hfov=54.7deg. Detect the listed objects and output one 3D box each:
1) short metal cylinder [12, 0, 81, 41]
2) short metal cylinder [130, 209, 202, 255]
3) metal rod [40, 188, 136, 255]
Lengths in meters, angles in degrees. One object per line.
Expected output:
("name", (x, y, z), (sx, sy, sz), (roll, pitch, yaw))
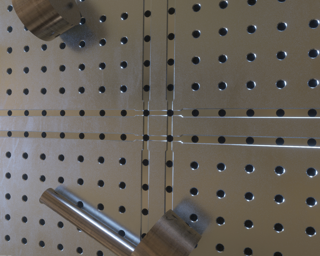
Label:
("short metal cylinder", (-0.159, -0.171, 0.440), (0.050, 0.080, 0.080), (-23, 82, 18))
("short metal cylinder", (0.007, 0.148, 0.381), (0.050, 0.080, 0.080), (38, 102, 16))
("metal rod", (-0.047, 0.170, 0.428), (0.301, 0.025, 0.025), (28, 99, 17))
